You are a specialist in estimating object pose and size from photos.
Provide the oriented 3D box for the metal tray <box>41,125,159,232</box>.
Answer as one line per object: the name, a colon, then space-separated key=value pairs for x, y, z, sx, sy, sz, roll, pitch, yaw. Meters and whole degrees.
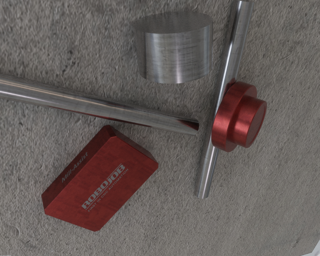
metal tray: x=-0.076 y=0.069 z=0.405 sx=0.130 sy=0.030 sz=0.090 roll=-47 pitch=129 yaw=5

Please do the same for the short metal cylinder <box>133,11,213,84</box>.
short metal cylinder: x=0.015 y=-0.087 z=0.326 sx=0.081 sy=0.080 sz=0.050 roll=-18 pitch=126 yaw=-18

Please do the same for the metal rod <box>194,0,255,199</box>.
metal rod: x=0.084 y=-0.022 z=0.439 sx=0.025 sy=0.025 sz=0.298 roll=-8 pitch=122 yaw=-25

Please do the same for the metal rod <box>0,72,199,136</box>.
metal rod: x=-0.078 y=-0.026 z=0.348 sx=0.302 sy=0.025 sz=0.025 roll=11 pitch=113 yaw=-33

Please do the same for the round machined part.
round machined part: x=0.113 y=-0.011 z=0.423 sx=0.099 sy=0.042 sz=0.097 roll=-41 pitch=143 yaw=-40
